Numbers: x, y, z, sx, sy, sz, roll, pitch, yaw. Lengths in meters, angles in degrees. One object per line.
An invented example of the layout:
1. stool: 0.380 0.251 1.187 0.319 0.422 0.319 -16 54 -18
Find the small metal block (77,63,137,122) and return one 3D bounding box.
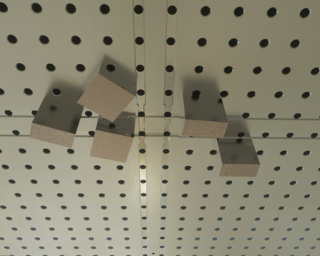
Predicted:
1. small metal block: -0.064 -0.042 0.375 0.050 0.025 0.050 31 124 -24

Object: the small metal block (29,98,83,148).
1. small metal block: -0.128 -0.007 0.388 0.050 0.050 0.025 16 128 -14

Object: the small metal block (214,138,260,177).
1. small metal block: 0.106 0.040 0.432 0.050 0.050 0.025 1 130 -2

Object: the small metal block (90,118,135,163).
1. small metal block: -0.065 0.018 0.426 0.050 0.025 0.050 12 129 -11

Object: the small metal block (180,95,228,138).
1. small metal block: 0.053 -0.015 0.384 0.050 0.050 0.025 5 130 -5
